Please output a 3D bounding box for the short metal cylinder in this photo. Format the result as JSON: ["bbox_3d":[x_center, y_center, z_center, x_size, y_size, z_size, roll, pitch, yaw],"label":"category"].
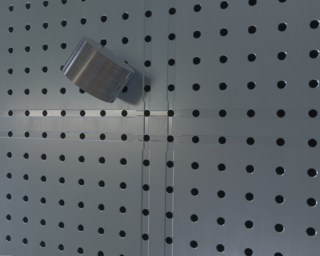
[{"bbox_3d":[-0.081,-0.077,0.412,0.080,0.080,0.050,40,103,15],"label":"short metal cylinder"}]
